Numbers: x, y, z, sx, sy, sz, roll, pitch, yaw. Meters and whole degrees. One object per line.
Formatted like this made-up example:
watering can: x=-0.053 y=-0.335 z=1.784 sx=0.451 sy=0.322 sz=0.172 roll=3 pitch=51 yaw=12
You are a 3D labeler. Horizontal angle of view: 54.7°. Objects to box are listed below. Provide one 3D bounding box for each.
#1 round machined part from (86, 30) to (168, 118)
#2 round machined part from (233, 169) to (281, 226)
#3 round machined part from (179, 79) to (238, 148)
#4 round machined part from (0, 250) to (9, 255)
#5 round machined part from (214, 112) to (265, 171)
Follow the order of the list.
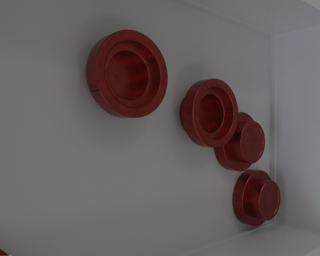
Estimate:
round machined part: x=-0.042 y=-0.060 z=0.360 sx=0.099 sy=0.042 sz=0.097 roll=0 pitch=90 yaw=-40
round machined part: x=0.174 y=0.123 z=0.541 sx=0.099 sy=0.042 sz=0.097 roll=0 pitch=90 yaw=-40
round machined part: x=0.067 y=-0.021 z=0.451 sx=0.099 sy=0.042 sz=0.097 roll=0 pitch=90 yaw=-40
round machined part: x=-0.160 y=0.139 z=0.238 sx=0.098 sy=0.098 sz=0.042 roll=27 pitch=109 yaw=-37
round machined part: x=0.136 y=0.023 z=0.509 sx=0.099 sy=0.042 sz=0.097 roll=0 pitch=90 yaw=-40
